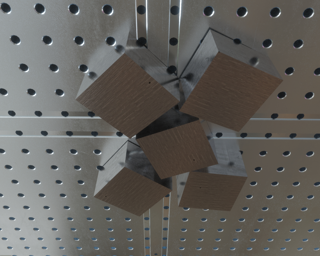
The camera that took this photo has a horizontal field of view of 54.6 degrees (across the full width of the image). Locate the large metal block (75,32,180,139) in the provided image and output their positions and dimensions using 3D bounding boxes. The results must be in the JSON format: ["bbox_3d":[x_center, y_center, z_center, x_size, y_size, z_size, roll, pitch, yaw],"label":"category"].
[{"bbox_3d":[-0.035,-0.046,0.355,0.080,0.050,0.080,-36,121,27],"label":"large metal block"}]

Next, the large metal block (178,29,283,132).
[{"bbox_3d":[0.074,-0.051,0.351,0.080,0.050,0.080,18,128,-19],"label":"large metal block"}]

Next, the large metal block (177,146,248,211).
[{"bbox_3d":[0.073,0.076,0.460,0.080,0.050,0.079,6,130,-6],"label":"large metal block"}]

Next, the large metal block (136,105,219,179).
[{"bbox_3d":[0.023,0.014,0.406,0.080,0.050,0.080,-18,128,14],"label":"large metal block"}]

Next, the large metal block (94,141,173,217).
[{"bbox_3d":[-0.039,0.077,0.458,0.080,0.050,0.080,31,123,-23],"label":"large metal block"}]
